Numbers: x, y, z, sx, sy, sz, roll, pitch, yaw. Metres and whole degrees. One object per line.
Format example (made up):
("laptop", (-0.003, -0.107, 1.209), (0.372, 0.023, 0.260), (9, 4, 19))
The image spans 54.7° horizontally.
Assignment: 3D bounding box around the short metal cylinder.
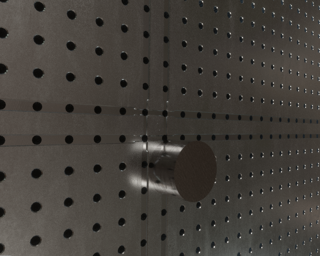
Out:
("short metal cylinder", (0.032, 0.056, 0.422), (0.081, 0.050, 0.079), (0, 90, -40))
